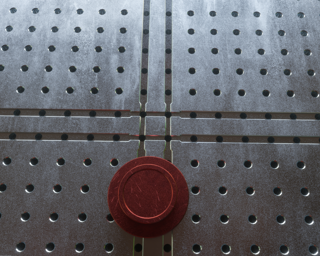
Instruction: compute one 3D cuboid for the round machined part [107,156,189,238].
[{"bbox_3d":[-0.014,0.081,0.373,0.099,0.042,0.098,0,70,-1],"label":"round machined part"}]
